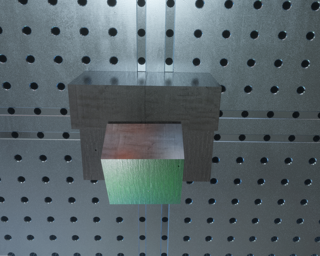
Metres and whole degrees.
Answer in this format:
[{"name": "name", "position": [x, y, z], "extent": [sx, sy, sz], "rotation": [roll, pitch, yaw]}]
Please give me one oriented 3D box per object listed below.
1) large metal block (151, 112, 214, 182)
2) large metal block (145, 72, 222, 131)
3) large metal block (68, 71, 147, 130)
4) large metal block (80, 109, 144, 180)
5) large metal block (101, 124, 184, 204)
[{"name": "large metal block", "position": [0.025, 0.022, 0.406], "extent": [0.081, 0.050, 0.079], "rotation": [1, 110, -1]}, {"name": "large metal block", "position": [0.024, -0.034, 0.371], "extent": [0.081, 0.080, 0.050], "rotation": [1, 110, -1]}, {"name": "large metal block", "position": [-0.057, -0.035, 0.369], "extent": [0.081, 0.080, 0.050], "rotation": [1, 110, -1]}, {"name": "large metal block", "position": [-0.057, 0.021, 0.405], "extent": [0.081, 0.050, 0.079], "rotation": [1, 110, -1]}, {"name": "large metal block", "position": [-0.017, 0.041, 0.344], "extent": [0.081, 0.050, 0.079], "rotation": [0, 134, -1]}]
